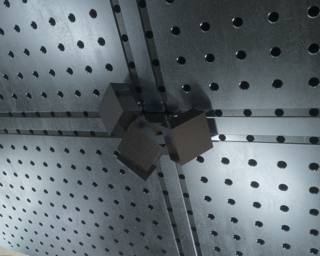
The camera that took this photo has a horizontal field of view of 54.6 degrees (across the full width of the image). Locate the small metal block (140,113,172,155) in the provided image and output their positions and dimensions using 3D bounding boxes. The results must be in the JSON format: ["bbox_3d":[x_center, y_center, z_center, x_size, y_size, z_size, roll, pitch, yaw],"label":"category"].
[{"bbox_3d":[-0.007,0.008,0.420,0.050,0.025,0.050,1,122,27],"label":"small metal block"}]

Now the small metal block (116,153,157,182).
[{"bbox_3d":[-0.034,0.052,0.446,0.050,0.025,0.050,38,166,2],"label":"small metal block"}]

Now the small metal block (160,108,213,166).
[{"bbox_3d":[0.034,0.010,0.381,0.025,0.050,0.050,24,136,56],"label":"small metal block"}]

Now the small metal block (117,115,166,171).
[{"bbox_3d":[-0.021,0.020,0.403,0.050,0.025,0.050,35,129,4],"label":"small metal block"}]

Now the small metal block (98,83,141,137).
[{"bbox_3d":[-0.055,-0.024,0.410,0.050,0.025,0.050,-55,50,39],"label":"small metal block"}]
